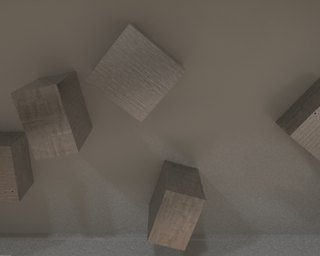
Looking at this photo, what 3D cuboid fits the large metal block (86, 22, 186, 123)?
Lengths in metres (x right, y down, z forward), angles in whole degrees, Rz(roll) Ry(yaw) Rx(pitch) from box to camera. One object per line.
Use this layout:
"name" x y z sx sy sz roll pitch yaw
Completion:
"large metal block" -0.028 -0.068 0.373 0.080 0.050 0.080 38 105 -13

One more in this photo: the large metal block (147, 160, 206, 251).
"large metal block" 0.019 0.102 0.420 0.050 0.080 0.079 16 109 -6

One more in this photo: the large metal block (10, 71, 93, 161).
"large metal block" -0.124 -0.018 0.374 0.050 0.080 0.079 -11 110 3

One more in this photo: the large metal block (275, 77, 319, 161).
"large metal block" 0.215 -0.005 0.399 0.080 0.050 0.080 37 106 -13

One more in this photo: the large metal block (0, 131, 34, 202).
"large metal block" -0.223 0.050 0.413 0.081 0.050 0.079 1 110 -1
